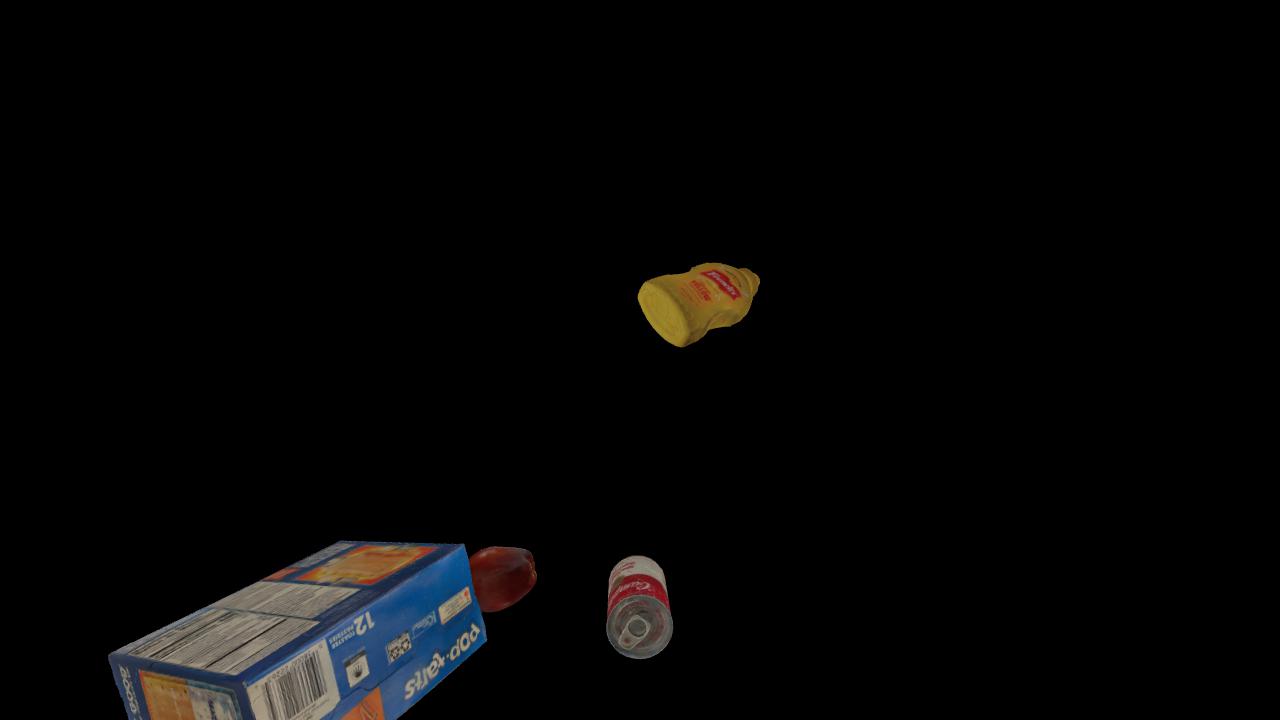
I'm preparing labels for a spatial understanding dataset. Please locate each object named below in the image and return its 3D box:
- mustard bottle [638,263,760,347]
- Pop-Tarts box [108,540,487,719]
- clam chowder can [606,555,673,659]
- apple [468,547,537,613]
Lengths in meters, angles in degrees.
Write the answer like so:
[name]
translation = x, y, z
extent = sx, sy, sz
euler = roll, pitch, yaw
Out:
[mustard bottle]
translation = 0.089, -0.080, 0.767
extent = 0.184, 0.092, 0.054
euler = -23, -30, -39
[Pop-Tarts box]
translation = -0.217, 0.195, 0.416
extent = 0.141, 0.083, 0.167
euler = -7, 6, 26
[clam chowder can]
translation = -0.002, 0.262, 0.664
extent = 0.068, 0.068, 0.102
euler = 0, 5, -1
[apple]
translation = -0.177, 0.273, 0.768
extent = 0.093, 0.079, 0.079
euler = -11, 0, -2
